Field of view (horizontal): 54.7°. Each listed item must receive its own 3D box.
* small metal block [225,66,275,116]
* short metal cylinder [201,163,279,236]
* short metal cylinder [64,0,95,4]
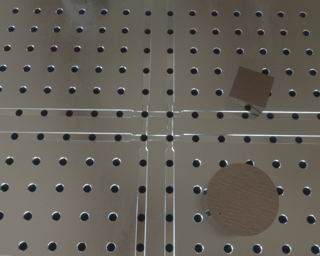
[{"bbox_3d":[0.125,-0.052,0.432,0.050,0.025,0.050,20,71,7],"label":"small metal block"},{"bbox_3d":[0.092,0.086,0.367,0.081,0.050,0.080,0,70,0],"label":"short metal cylinder"},{"bbox_3d":[-0.130,-0.244,0.487,0.081,0.050,0.080,0,70,0],"label":"short metal cylinder"}]
